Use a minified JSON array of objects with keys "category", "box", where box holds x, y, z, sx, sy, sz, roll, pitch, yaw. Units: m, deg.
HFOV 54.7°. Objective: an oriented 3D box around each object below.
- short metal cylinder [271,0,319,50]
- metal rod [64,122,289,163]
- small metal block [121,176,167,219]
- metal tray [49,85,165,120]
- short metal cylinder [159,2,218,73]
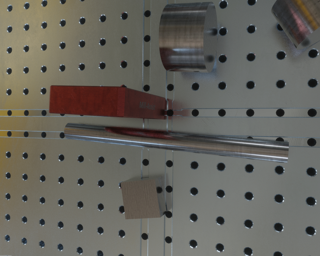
[{"category":"short metal cylinder","box":[0.167,-0.127,0.324,0.080,0.080,0.050,-32,80,17]},{"category":"metal rod","box":[0.007,0.016,0.409,0.301,0.025,0.025,5,92,19]},{"category":"small metal block","box":[-0.022,0.094,0.420,0.050,0.025,0.050,-9,87,19]},{"category":"metal tray","box":[-0.057,-0.029,0.377,0.090,0.130,0.030,4,92,20]},{"category":"short metal cylinder","box":[0.036,-0.107,0.371,0.050,0.080,0.079,5,92,20]}]
